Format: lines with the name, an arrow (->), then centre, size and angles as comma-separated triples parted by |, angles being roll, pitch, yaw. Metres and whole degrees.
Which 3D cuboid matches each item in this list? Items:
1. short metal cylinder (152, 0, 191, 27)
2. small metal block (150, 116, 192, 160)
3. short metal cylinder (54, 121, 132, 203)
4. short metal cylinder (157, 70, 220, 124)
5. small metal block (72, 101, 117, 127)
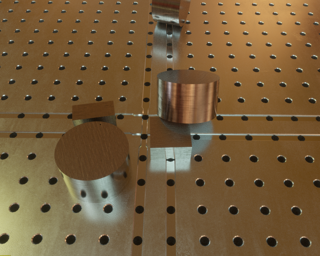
short metal cylinder -> 0.022, -0.231, 0.566 | 0.050, 0.080, 0.080 | 15, 52, 12
small metal block -> 0.013, 0.012, 0.397 | 0.050, 0.025, 0.050 | -1, 50, -1
short metal cylinder -> -0.074, 0.039, 0.358 | 0.081, 0.050, 0.080 | 0, 50, 0
short metal cylinder -> 0.036, -0.044, 0.408 | 0.081, 0.050, 0.080 | 1, 23, 0
small metal block -> -0.081, -0.006, 0.395 | 0.050, 0.050, 0.025 | -8, 51, -7
